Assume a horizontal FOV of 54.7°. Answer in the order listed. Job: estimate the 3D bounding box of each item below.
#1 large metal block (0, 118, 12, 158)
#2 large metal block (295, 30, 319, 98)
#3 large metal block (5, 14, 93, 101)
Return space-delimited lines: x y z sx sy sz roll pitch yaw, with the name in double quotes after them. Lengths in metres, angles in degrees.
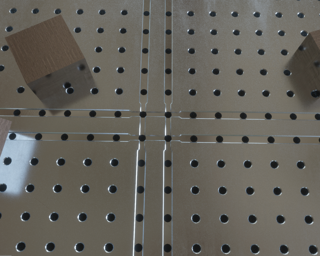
-0.236 0.020 0.367 0.080 0.050 0.080 23 66 -35 "large metal block"
0.255 -0.097 0.437 0.081 0.050 0.080 -16 71 -6 "large metal block"
-0.153 -0.098 0.432 0.080 0.050 0.080 -27 73 -10 "large metal block"
